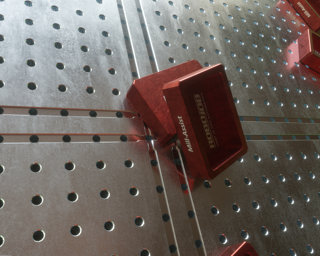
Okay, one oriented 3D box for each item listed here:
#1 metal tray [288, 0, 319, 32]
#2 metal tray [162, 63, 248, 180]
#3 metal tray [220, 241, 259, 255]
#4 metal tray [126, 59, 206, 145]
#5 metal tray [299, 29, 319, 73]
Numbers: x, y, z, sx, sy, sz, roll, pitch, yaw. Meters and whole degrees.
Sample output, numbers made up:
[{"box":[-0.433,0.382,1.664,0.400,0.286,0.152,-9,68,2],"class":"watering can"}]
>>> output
[{"box":[0.395,-0.311,0.805,0.091,0.030,0.130,-22,73,-36],"class":"metal tray"},{"box":[0.063,-0.009,0.407,0.091,0.030,0.129,-28,105,-37],"class":"metal tray"},{"box":[0.100,0.204,0.333,0.091,0.030,0.130,-26,76,-37],"class":"metal tray"},{"box":[0.029,-0.042,0.446,0.131,0.030,0.090,-27,77,-37],"class":"metal tray"},{"box":[0.378,-0.159,0.703,0.131,0.030,0.090,25,53,-13],"class":"metal tray"}]
